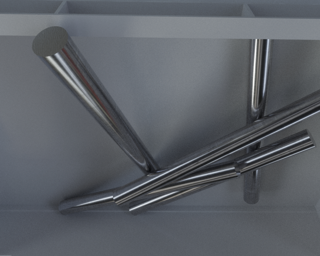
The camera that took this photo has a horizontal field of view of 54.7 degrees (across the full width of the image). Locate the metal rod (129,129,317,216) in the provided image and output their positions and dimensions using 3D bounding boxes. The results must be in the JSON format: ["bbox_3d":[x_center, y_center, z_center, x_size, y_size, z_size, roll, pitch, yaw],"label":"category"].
[{"bbox_3d":[0.070,0.074,0.450,0.299,0.025,0.025,-29,125,30],"label":"metal rod"}]

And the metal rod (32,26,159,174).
[{"bbox_3d":[-0.041,0.005,0.334,0.025,0.025,0.300,-10,154,8],"label":"metal rod"}]

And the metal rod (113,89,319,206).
[{"bbox_3d":[0.066,0.032,0.397,0.300,0.025,0.025,-28,125,18],"label":"metal rod"}]

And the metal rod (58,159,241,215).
[{"bbox_3d":[-0.031,0.093,0.461,0.300,0.025,0.025,-17,129,24],"label":"metal rod"}]

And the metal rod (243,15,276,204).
[{"bbox_3d":[0.127,0.002,0.411,0.025,0.025,0.298,-7,130,5],"label":"metal rod"}]
